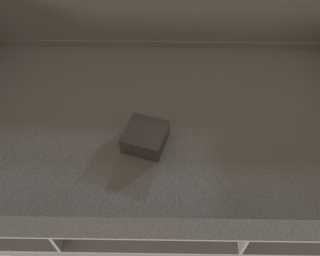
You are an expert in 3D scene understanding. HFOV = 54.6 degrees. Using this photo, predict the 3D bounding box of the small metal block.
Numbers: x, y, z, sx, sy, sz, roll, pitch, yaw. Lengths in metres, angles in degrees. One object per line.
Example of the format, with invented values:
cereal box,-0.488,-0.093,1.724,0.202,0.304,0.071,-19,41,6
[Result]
small metal block,-0.018,0.011,0.396,0.050,0.025,0.050,14,51,11
